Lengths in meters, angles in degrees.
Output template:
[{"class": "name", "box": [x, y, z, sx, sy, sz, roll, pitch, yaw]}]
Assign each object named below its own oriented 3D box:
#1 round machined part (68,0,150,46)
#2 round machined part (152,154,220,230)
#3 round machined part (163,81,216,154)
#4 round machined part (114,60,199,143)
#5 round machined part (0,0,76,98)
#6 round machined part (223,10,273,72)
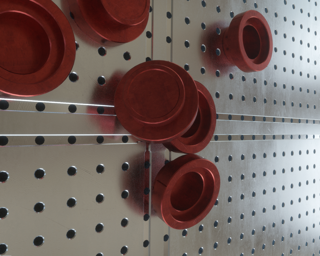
[{"class": "round machined part", "box": [-0.050, -0.147, 0.355, 0.099, 0.042, 0.097, 0, 90, -40]}, {"class": "round machined part", "box": [0.030, 0.080, 0.412, 0.099, 0.042, 0.097, -12, 112, -33]}, {"class": "round machined part", "box": [0.029, -0.014, 0.421, 0.099, 0.042, 0.097, 0, 90, -40]}, {"class": "round machined part", "box": [-0.005, -0.033, 0.356, 0.042, 0.098, 0.098, 66, 37, -76]}, {"class": "round machined part", "box": [-0.133, -0.076, 0.286, 0.099, 0.042, 0.097, 0, 90, -40]}, {"class": "round machined part", "box": [0.142, -0.141, 0.516, 0.099, 0.042, 0.097, 0, 90, -40]}]
